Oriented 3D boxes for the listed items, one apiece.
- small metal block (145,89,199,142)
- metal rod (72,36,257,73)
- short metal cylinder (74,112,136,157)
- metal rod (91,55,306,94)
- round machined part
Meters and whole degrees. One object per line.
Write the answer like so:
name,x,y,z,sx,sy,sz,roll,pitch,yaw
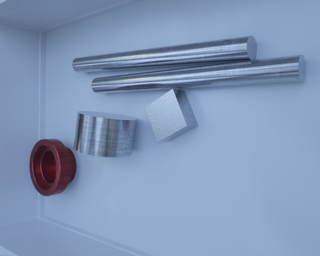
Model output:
small metal block,0.014,-0.015,0.393,0.050,0.025,0.050,-31,71,35
metal rod,-0.019,-0.094,0.420,0.300,0.025,0.025,5,93,39
short metal cylinder,-0.076,0.007,0.431,0.080,0.081,0.050,13,99,39
metal rod,0.019,-0.062,0.389,0.300,0.025,0.025,2,92,39
round machined part,-0.185,0.067,0.545,0.098,0.042,0.097,0,90,39
